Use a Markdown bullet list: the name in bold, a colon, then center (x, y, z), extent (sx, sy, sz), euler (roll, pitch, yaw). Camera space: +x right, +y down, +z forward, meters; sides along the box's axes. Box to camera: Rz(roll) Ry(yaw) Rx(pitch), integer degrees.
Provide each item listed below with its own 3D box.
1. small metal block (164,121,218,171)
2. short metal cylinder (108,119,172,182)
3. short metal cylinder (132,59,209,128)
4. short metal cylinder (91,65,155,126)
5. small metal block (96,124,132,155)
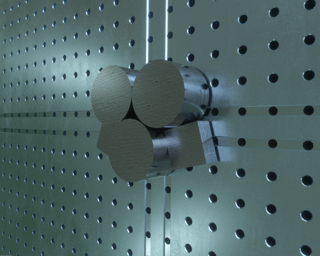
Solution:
- **small metal block**: center (0.037, 0.022, 0.375), extent (0.050, 0.025, 0.050), euler (-18, 79, 38)
- **short metal cylinder**: center (-0.022, 0.028, 0.406), extent (0.080, 0.050, 0.079), euler (0, 90, 40)
- **short metal cylinder**: center (0.012, -0.040, 0.378), extent (0.080, 0.050, 0.079), euler (0, 90, 40)
- **short metal cylinder**: center (-0.050, -0.043, 0.429), extent (0.080, 0.050, 0.079), euler (0, 90, 40)
- **small metal block**: center (-0.064, 0.015, 0.457), extent (0.050, 0.025, 0.050), euler (26, 107, 37)
